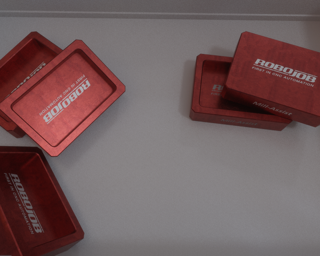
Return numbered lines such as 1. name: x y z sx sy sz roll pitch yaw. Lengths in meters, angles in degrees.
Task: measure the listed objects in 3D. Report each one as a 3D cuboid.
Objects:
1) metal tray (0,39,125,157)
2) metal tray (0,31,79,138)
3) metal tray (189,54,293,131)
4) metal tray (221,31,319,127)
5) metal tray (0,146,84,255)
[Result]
1. metal tray: -0.121 -0.038 0.398 0.090 0.030 0.130 47 73 -12
2. metal tray: -0.184 -0.062 0.428 0.090 0.030 0.130 36 74 12
3. metal tray: 0.110 -0.050 0.425 0.131 0.030 0.090 7 70 2
4. metal tray: 0.155 -0.064 0.399 0.131 0.030 0.090 19 71 6
5. metal tray: -0.149 0.081 0.341 0.030 0.090 0.130 -39 72 16
